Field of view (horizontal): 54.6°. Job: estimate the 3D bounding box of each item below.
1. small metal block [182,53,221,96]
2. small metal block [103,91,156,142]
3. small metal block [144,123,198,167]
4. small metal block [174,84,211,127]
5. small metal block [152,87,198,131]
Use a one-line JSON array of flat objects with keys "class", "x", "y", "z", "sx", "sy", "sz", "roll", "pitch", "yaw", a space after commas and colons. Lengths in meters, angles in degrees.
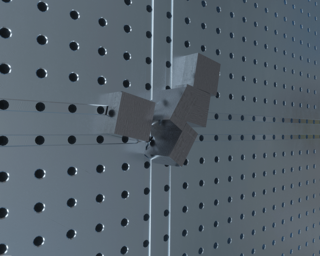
[{"class": "small metal block", "x": 0.061, "y": -0.077, "z": 0.459, "sx": 0.050, "sy": 0.025, "sz": 0.050, "roll": 14, "pitch": 81, "yaw": -39}, {"class": "small metal block", "x": -0.036, "y": -0.013, "z": 0.378, "sx": 0.050, "sy": 0.025, "sz": 0.050, "roll": 16, "pitch": 80, "yaw": -39}, {"class": "small metal block", "x": 0.014, "y": 0.021, "z": 0.404, "sx": 0.025, "sy": 0.050, "sz": 0.050, "roll": 43, "pitch": 64, "yaw": -32}, {"class": "small metal block", "x": 0.044, "y": -0.031, "z": 0.444, "sx": 0.050, "sy": 0.025, "sz": 0.050, "roll": 16, "pitch": 80, "yaw": -39}, {"class": "small metal block", "x": 0.014, "y": -0.024, "z": 0.404, "sx": 0.025, "sy": 0.050, "sz": 0.050, "roll": 41, "pitch": 65, "yaw": -32}]
